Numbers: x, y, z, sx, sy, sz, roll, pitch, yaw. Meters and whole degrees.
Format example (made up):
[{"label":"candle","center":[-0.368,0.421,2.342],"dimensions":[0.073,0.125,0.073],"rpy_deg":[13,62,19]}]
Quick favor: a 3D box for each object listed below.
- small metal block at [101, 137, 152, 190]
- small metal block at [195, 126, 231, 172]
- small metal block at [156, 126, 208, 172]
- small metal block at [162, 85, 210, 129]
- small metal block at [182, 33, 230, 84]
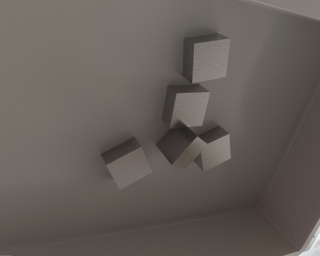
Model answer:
[{"label":"small metal block","center":[-0.044,0.048,0.416],"dimensions":[0.050,0.025,0.050],"rpy_deg":[-28,128,-11]},{"label":"small metal block","center":[0.079,0.032,0.474],"dimensions":[0.050,0.025,0.050],"rpy_deg":[-23,127,-15]},{"label":"small metal block","center":[0.029,0.023,0.424],"dimensions":[0.050,0.050,0.025],"rpy_deg":[-49,129,6]},{"label":"small metal block","center":[0.034,-0.029,0.411],"dimensions":[0.050,0.025,0.050],"rpy_deg":[-5,121,-26]},{"label":"small metal block","center":[0.057,-0.088,0.388],"dimensions":[0.050,0.025,0.050],"rpy_deg":[-14,125,-21]}]
